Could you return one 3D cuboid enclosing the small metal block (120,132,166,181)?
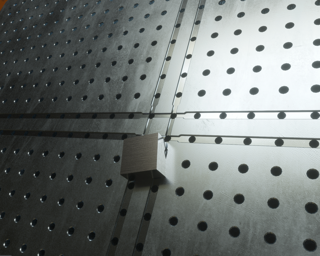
[{"bbox_3d":[-0.021,0.037,0.397,0.050,0.025,0.050,-11,57,22],"label":"small metal block"}]
